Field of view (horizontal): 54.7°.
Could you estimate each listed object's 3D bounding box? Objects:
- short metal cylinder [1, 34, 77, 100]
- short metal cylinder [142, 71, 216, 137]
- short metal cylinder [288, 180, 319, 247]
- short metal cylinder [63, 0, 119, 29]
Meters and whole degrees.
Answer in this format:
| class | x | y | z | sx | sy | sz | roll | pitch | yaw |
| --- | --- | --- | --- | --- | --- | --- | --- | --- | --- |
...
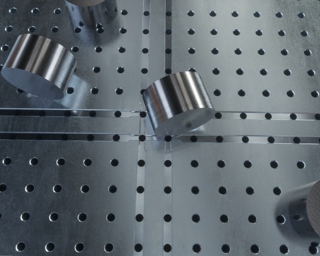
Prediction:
| class | x | y | z | sx | sy | sz | roll | pitch | yaw |
| --- | --- | --- | --- | --- | --- | --- | --- | --- | --- |
| short metal cylinder | -0.158 | -0.078 | 0.409 | 0.080 | 0.080 | 0.050 | 13 | 71 | 4 |
| short metal cylinder | 0.024 | -0.028 | 0.393 | 0.081 | 0.080 | 0.050 | -17 | 71 | -6 |
| short metal cylinder | 0.202 | 0.100 | 0.364 | 0.081 | 0.050 | 0.080 | 0 | 70 | 0 |
| short metal cylinder | -0.105 | -0.199 | 0.470 | 0.081 | 0.050 | 0.080 | 0 | 70 | 0 |
